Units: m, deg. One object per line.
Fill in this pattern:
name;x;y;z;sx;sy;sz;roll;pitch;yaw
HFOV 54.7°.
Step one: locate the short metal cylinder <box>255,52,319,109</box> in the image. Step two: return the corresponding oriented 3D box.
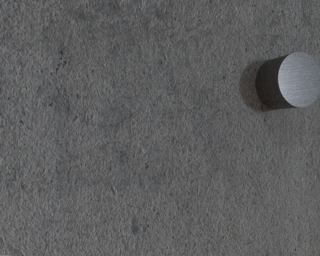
short metal cylinder;0.193;-0.069;0.466;0.081;0.050;0.080;0;90;-20
